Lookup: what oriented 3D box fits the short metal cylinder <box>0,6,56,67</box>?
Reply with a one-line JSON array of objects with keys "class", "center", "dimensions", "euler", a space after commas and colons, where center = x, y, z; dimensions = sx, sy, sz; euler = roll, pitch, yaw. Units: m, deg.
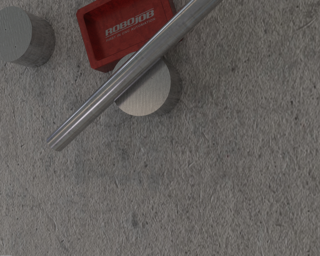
[{"class": "short metal cylinder", "center": [-0.208, -0.135, 0.469], "dimensions": [0.080, 0.050, 0.080], "euler": [0, 90, 20]}]

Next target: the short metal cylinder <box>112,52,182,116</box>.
[{"class": "short metal cylinder", "center": [-0.017, -0.055, 0.402], "dimensions": [0.080, 0.050, 0.080], "euler": [0, 90, 20]}]

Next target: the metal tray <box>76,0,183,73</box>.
[{"class": "metal tray", "center": [-0.043, -0.140, 0.421], "dimensions": [0.130, 0.030, 0.090], "euler": [-18, 84, 19]}]

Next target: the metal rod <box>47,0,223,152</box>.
[{"class": "metal rod", "center": [-0.027, -0.073, 0.365], "dimensions": [0.299, 0.025, 0.025], "euler": [-40, 77, 15]}]
